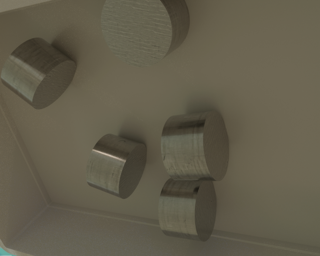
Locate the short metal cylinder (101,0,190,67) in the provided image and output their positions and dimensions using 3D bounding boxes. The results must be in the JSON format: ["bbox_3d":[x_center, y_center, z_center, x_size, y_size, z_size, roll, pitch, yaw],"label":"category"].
[{"bbox_3d":[-0.015,-0.111,0.330,0.080,0.050,0.079,13,124,20],"label":"short metal cylinder"}]

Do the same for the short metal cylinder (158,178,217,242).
[{"bbox_3d":[0.039,0.108,0.418,0.050,0.080,0.080,-2,118,29],"label":"short metal cylinder"}]

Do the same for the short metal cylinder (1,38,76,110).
[{"bbox_3d":[-0.159,-0.071,0.410,0.050,0.080,0.080,37,129,3],"label":"short metal cylinder"}]

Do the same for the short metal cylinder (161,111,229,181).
[{"bbox_3d":[0.043,0.022,0.363,0.050,0.080,0.080,-6,116,31],"label":"short metal cylinder"}]

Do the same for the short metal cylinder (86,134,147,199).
[{"bbox_3d":[-0.059,0.053,0.435,0.050,0.080,0.079,17,125,18],"label":"short metal cylinder"}]
